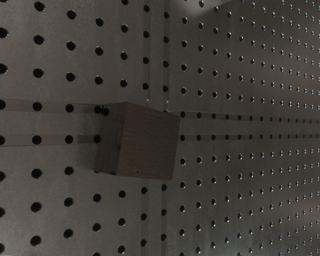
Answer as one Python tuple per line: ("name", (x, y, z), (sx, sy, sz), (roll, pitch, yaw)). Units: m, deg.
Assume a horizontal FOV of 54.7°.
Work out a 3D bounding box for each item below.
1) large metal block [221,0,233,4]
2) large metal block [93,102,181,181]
("large metal block", (0.118, -0.250, 0.474), (0.080, 0.080, 0.050), (44, 63, -32))
("large metal block", (-0.026, 0.018, 0.373), (0.081, 0.050, 0.080), (13, 82, -40))
